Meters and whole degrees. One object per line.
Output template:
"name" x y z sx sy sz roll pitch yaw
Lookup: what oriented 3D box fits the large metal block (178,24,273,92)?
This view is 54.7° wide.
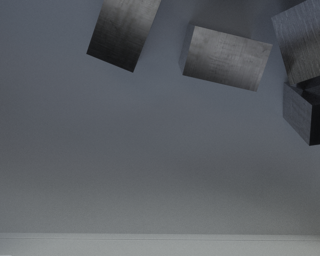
"large metal block" 0.068 -0.083 0.352 0.080 0.080 0.050 12 110 -5

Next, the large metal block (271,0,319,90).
"large metal block" 0.177 -0.094 0.330 0.080 0.050 0.080 -19 78 38

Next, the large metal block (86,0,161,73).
"large metal block" -0.036 -0.114 0.339 0.050 0.080 0.079 21 109 -8

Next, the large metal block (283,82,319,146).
"large metal block" 0.204 -0.025 0.372 0.080 0.080 0.050 -8 116 3
